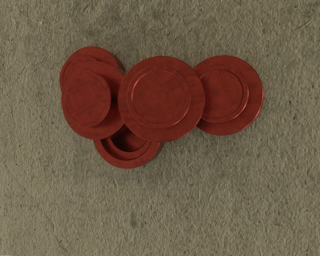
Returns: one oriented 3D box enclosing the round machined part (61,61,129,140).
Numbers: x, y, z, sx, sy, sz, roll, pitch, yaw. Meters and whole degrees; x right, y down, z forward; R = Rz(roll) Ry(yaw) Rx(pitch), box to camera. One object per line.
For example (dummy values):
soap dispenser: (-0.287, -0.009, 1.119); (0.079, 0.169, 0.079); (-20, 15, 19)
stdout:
round machined part: (-0.081, -0.034, 0.384); (0.098, 0.042, 0.097); (0, 90, 19)

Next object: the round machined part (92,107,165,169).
round machined part: (-0.037, 0.003, 0.413); (0.098, 0.042, 0.097); (0, 90, 19)

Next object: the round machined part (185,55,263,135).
round machined part: (0.073, -0.040, 0.374); (0.098, 0.042, 0.097); (0, 90, 19)

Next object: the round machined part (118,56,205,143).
round machined part: (0.001, -0.033, 0.345); (0.099, 0.042, 0.097); (0, 89, 6)

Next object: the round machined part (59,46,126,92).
round machined part: (-0.100, -0.066, 0.434); (0.098, 0.042, 0.097); (0, 90, 19)
